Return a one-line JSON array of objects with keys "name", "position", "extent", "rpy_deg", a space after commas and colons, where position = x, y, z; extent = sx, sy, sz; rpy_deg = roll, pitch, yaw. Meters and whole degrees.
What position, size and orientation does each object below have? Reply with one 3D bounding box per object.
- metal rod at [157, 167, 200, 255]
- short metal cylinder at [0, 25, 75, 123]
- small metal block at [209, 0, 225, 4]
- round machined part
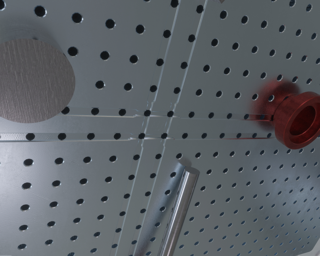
[{"name": "metal rod", "position": [0.012, 0.203, 0.521], "extent": [0.025, 0.025, 0.298], "rpy_deg": [5, 109, -31]}, {"name": "short metal cylinder", "position": [-0.127, -0.051, 0.294], "extent": [0.081, 0.050, 0.079], "rpy_deg": [-14, 124, -21]}, {"name": "small metal block", "position": [0.065, -0.175, 0.338], "extent": [0.050, 0.025, 0.050], "rpy_deg": [-47, 129, 5]}, {"name": "round machined part", "position": [0.230, -0.016, 0.515], "extent": [0.099, 0.042, 0.097], "rpy_deg": [-14, 124, -21]}]
